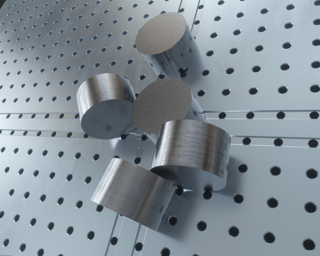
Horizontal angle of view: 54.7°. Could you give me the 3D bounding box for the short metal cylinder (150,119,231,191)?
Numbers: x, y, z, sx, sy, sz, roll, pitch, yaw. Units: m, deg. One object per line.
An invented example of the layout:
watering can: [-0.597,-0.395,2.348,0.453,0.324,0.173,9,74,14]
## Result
short metal cylinder: [0.034,0.032,0.336,0.080,0.080,0.050,-2,61,27]

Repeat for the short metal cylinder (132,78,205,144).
short metal cylinder: [0.011,-0.017,0.397,0.080,0.050,0.080,-13,56,21]

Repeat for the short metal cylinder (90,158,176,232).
short metal cylinder: [-0.029,0.074,0.343,0.080,0.080,0.050,14,69,33]

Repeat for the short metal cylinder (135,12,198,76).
short metal cylinder: [0.011,-0.125,0.463,0.080,0.050,0.080,-13,56,21]

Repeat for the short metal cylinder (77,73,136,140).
short metal cylinder: [-0.071,-0.028,0.428,0.080,0.080,0.050,-28,52,11]
